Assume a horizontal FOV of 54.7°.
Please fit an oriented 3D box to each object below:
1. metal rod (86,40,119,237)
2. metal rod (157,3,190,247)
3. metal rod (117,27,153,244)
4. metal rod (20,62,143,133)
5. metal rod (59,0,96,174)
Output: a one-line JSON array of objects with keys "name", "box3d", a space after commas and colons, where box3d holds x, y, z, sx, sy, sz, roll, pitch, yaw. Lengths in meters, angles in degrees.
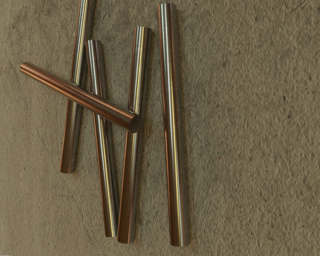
[{"name": "metal rod", "box3d": [-0.087, 0.012, 0.477, 0.025, 0.025, 0.298, -12, 83, 39]}, {"name": "metal rod", "box3d": [0.017, -0.006, 0.391, 0.025, 0.025, 0.298, -5, 87, 40]}, {"name": "metal rod", "box3d": [-0.036, 0.013, 0.434, 0.025, 0.025, 0.298, 9, 96, 39]}, {"name": "metal rod", "box3d": [-0.139, -0.058, 0.485, 0.300, 0.025, 0.025, 26, 107, 37]}, {"name": "metal rod", "box3d": [-0.139, -0.071, 0.519, 0.025, 0.025, 0.298, 15, 99, 39]}]
